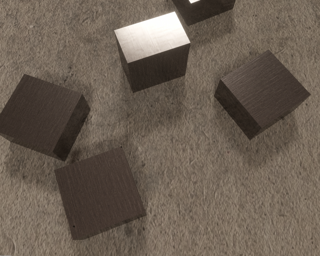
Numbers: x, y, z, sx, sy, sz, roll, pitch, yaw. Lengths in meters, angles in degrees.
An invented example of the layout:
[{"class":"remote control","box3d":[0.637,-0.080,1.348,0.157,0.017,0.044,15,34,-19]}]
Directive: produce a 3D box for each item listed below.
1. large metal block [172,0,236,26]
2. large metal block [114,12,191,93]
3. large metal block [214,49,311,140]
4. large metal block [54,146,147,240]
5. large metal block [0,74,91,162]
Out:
[{"class":"large metal block","box3d":[0.062,-0.216,0.474,0.080,0.050,0.080,-24,72,-9]},{"class":"large metal block","box3d":[-0.010,-0.098,0.415,0.080,0.080,0.050,-20,72,-7]},{"class":"large metal block","box3d":[0.132,-0.044,0.412,0.080,0.050,0.080,-32,74,-11]},{"class":"large metal block","box3d":[-0.068,0.078,0.366,0.081,0.050,0.080,-20,71,-7]},{"class":"large metal block","box3d":[-0.148,-0.012,0.397,0.080,0.050,0.080,19,71,6]}]
